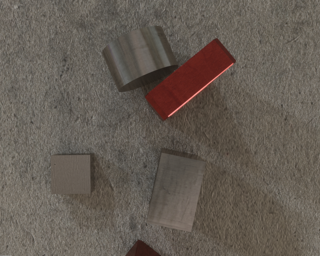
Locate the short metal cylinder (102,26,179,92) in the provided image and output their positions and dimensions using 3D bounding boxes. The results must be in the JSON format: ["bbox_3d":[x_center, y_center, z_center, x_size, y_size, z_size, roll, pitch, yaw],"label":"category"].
[{"bbox_3d":[-0.024,-0.083,0.382,0.080,0.080,0.050,-23,90,0],"label":"short metal cylinder"}]

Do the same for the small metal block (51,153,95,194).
[{"bbox_3d":[-0.114,0.060,0.409,0.050,0.025,0.050,-1,90,0],"label":"small metal block"}]

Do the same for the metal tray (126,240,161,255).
[{"bbox_3d":[0.013,0.202,0.377,0.130,0.090,0.030,38,90,0],"label":"metal tray"}]

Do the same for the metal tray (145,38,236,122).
[{"bbox_3d":[0.029,-0.048,0.358,0.090,0.130,0.030,-39,90,0],"label":"metal tray"}]

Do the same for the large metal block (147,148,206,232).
[{"bbox_3d":[0.018,0.071,0.383,0.050,0.080,0.080,12,90,0],"label":"large metal block"}]
